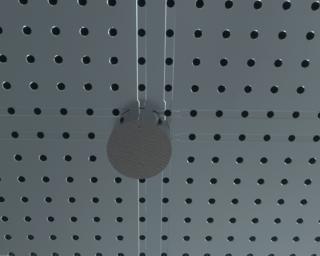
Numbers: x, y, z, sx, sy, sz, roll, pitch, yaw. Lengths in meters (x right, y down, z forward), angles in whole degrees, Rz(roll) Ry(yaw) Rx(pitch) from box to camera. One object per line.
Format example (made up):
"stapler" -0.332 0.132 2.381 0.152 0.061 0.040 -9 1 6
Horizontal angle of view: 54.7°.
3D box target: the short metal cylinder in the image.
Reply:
"short metal cylinder" -0.026 0.020 0.407 0.081 0.050 0.079 0 110 -1
